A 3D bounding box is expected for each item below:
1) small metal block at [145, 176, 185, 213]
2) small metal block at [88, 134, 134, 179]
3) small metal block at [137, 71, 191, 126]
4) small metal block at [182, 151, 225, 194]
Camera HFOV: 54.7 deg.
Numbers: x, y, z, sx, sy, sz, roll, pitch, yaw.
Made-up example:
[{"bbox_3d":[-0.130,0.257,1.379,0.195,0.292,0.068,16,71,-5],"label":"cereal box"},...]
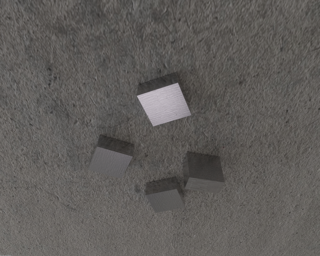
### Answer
[{"bbox_3d":[0.009,0.108,0.499,0.050,0.025,0.050,-14,129,11],"label":"small metal block"},{"bbox_3d":[-0.070,0.041,0.442,0.050,0.025,0.050,18,128,-15],"label":"small metal block"},{"bbox_3d":[0.006,-0.035,0.378,0.050,0.025,0.050,-17,128,13],"label":"small metal block"},{"bbox_3d":[0.061,0.063,0.445,0.050,0.050,0.025,10,129,-8],"label":"small metal block"}]
